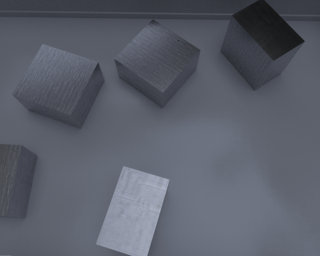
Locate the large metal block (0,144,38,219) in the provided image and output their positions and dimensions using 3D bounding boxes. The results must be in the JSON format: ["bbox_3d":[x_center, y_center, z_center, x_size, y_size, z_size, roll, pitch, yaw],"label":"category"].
[{"bbox_3d":[-0.204,0.064,0.372,0.080,0.050,0.080,3,70,1],"label":"large metal block"}]

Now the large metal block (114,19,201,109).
[{"bbox_3d":[-0.003,-0.088,0.428,0.080,0.050,0.080,37,74,12],"label":"large metal block"}]

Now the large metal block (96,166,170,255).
[{"bbox_3d":[-0.026,0.096,0.345,0.050,0.080,0.080,16,71,6],"label":"large metal block"}]

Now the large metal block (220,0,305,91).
[{"bbox_3d":[0.134,-0.110,0.422,0.050,0.080,0.080,-32,73,-11],"label":"large metal block"}]

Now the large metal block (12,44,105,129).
[{"bbox_3d":[-0.131,-0.055,0.415,0.080,0.050,0.080,19,71,7],"label":"large metal block"}]
